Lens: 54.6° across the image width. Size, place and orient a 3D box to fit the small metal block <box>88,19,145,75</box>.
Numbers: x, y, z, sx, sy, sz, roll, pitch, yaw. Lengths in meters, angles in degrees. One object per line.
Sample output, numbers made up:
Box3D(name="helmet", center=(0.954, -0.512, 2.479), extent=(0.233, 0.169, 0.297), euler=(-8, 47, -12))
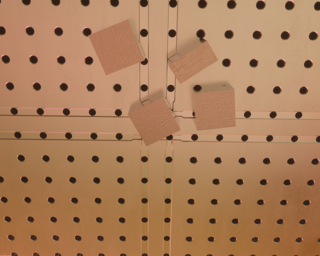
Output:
Box3D(name="small metal block", center=(-0.051, -0.098, 0.377), extent=(0.050, 0.025, 0.050), euler=(-20, 109, 7))

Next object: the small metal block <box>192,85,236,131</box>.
Box3D(name="small metal block", center=(0.070, -0.027, 0.404), extent=(0.050, 0.025, 0.050), euler=(-6, 110, 2))

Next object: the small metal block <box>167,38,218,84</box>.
Box3D(name="small metal block", center=(0.037, -0.081, 0.370), extent=(0.050, 0.050, 0.025), euler=(-32, 107, 11))

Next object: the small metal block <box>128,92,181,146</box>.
Box3D(name="small metal block", center=(-0.007, -0.011, 0.409), extent=(0.050, 0.025, 0.050), euler=(-26, 108, 9))
